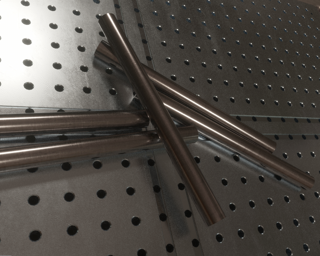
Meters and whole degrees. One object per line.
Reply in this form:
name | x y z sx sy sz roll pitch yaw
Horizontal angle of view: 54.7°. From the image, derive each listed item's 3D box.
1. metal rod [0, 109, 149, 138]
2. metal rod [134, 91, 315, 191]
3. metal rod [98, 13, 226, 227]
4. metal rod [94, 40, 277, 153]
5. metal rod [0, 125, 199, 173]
metal rod | -0.150 -0.003 0.329 0.303 0.025 0.025 -4 64 -30
metal rod | 0.101 0.017 0.453 0.301 0.025 0.025 28 52 -11
metal rod | -0.005 -0.022 0.386 0.025 0.025 0.299 -17 71 -35
metal rod | 0.044 -0.040 0.457 0.301 0.025 0.025 29 52 -10
metal rod | -0.083 0.023 0.350 0.303 0.025 0.025 -7 65 -31
